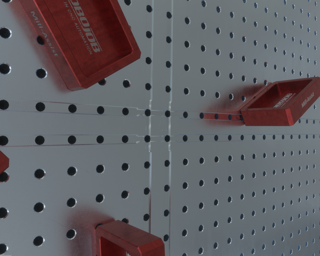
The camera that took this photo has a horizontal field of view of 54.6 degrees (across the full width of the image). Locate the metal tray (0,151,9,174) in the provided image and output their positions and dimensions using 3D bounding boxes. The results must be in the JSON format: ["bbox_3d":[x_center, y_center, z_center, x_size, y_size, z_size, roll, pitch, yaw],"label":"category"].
[{"bbox_3d":[-0.201,0.042,0.237,0.130,0.030,0.090,-50,119,-28],"label":"metal tray"}]

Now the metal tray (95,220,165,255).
[{"bbox_3d":[-0.032,0.177,0.339,0.030,0.090,0.129,-5,93,-40],"label":"metal tray"}]

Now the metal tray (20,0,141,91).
[{"bbox_3d":[-0.085,-0.117,0.333,0.090,0.030,0.130,-39,114,-33],"label":"metal tray"}]

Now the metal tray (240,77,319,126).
[{"bbox_3d":[0.215,-0.047,0.544,0.131,0.090,0.030,-35,112,-34],"label":"metal tray"}]
